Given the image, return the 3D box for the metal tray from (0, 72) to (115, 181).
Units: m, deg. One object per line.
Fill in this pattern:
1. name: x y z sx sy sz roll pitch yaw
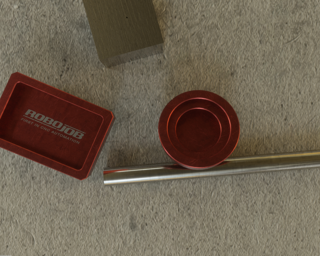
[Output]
1. metal tray: -0.132 -0.002 0.381 0.131 0.030 0.090 23 87 -2

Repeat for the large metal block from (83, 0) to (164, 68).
1. large metal block: -0.045 -0.130 0.397 0.080 0.050 0.080 -16 90 0

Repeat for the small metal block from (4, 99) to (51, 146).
1. small metal block: -0.167 -0.004 0.409 0.050 0.025 0.050 -39 90 0

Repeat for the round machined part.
1. round machined part: 0.048 0.004 0.395 0.099 0.042 0.098 -1 76 2

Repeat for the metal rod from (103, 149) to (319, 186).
1. metal rod: 0.078 0.052 0.410 0.302 0.025 0.025 -5 90 0
